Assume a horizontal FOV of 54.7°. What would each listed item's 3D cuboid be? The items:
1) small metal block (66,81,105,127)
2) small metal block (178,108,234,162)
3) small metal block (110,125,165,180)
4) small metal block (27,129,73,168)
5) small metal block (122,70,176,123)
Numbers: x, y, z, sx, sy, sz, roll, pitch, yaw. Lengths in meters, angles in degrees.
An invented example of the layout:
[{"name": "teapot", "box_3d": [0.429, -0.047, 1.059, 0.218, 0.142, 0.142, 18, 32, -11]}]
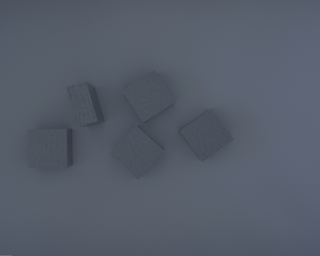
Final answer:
[{"name": "small metal block", "box_3d": [-0.094, -0.029, 0.398, 0.025, 0.050, 0.050, -16, 90, 0]}, {"name": "small metal block", "box_3d": [0.060, 0.009, 0.412, 0.050, 0.025, 0.050, -36, 90, 0]}, {"name": "small metal block", "box_3d": [-0.029, 0.032, 0.411, 0.050, 0.025, 0.050, 43, 90, -1]}, {"name": "small metal block", "box_3d": [-0.145, 0.026, 0.410, 0.050, 0.025, 0.050, -1, 90, -1]}, {"name": "small metal block", "box_3d": [-0.014, -0.041, 0.411, 0.050, 0.025, 0.050, -33, 90, -1]}]
